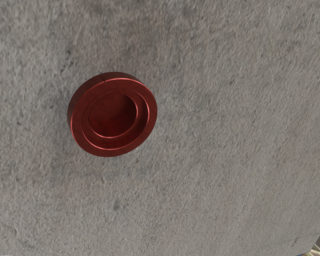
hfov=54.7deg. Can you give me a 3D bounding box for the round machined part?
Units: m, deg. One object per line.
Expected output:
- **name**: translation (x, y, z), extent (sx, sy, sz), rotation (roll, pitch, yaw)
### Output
- **round machined part**: translation (-0.056, -0.019, 0.355), extent (0.099, 0.042, 0.097), rotation (-14, 125, -21)
